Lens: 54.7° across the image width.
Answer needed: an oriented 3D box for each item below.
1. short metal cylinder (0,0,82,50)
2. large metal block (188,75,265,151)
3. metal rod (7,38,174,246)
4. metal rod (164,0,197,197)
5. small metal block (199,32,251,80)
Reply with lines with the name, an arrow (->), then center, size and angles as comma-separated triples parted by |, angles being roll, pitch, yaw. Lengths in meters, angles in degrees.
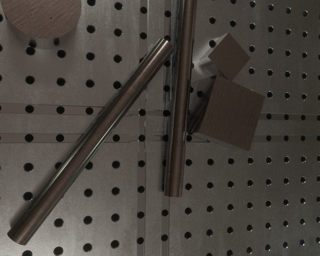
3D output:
short metal cylinder -> -0.133, -0.134, 0.350 | 0.081, 0.050, 0.079 | 0, 90, -20
large metal block -> 0.089, -0.019, 0.434 | 0.081, 0.050, 0.080 | 20, 83, -19
metal rod -> -0.077, 0.007, 0.384 | 0.025, 0.025, 0.300 | 39, 77, -16
metal rod -> 0.029, -0.057, 0.424 | 0.025, 0.025, 0.298 | 5, 88, -20
small metal block -> 0.094, -0.100, 0.449 | 0.050, 0.025, 0.050 | 44, 76, -15
